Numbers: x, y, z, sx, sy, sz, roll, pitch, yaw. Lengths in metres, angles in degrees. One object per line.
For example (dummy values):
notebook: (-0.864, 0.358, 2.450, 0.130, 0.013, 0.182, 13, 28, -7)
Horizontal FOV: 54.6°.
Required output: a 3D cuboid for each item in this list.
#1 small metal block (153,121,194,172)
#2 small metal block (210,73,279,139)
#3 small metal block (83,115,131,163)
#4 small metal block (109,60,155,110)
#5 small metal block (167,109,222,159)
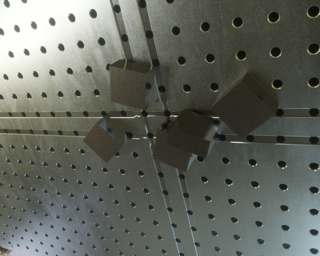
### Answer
small metal block: (0.021, 0.025, 0.416, 0.050, 0.025, 0.050, 21, 126, 16)
small metal block: (0.094, -0.024, 0.347, 0.050, 0.025, 0.050, 44, 129, -2)
small metal block: (-0.080, 0.017, 0.465, 0.050, 0.025, 0.050, 44, 129, -2)
small metal block: (-0.035, -0.055, 0.396, 0.050, 0.025, 0.050, 15, 125, 19)
small metal block: (0.042, 0.005, 0.376, 0.050, 0.050, 0.025, 19, 126, 17)
